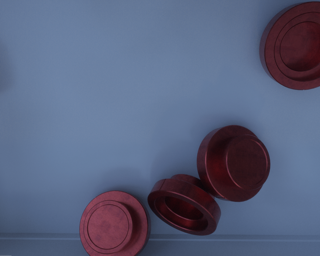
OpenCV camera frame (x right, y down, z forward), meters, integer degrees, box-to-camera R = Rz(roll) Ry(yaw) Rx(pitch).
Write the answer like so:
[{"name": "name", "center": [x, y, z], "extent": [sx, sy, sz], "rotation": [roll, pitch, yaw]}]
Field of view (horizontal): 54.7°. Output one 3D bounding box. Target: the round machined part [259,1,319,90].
[{"name": "round machined part", "center": [0.167, -0.097, 0.368], "extent": [0.099, 0.042, 0.097], "rotation": [0, 110, 0]}]

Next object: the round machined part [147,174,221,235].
[{"name": "round machined part", "center": [0.036, 0.100, 0.423], "extent": [0.098, 0.042, 0.097], "rotation": [19, 140, 17]}]

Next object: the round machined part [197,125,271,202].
[{"name": "round machined part", "center": [0.099, 0.044, 0.392], "extent": [0.099, 0.042, 0.098], "rotation": [4, 80, -25]}]

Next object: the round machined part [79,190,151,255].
[{"name": "round machined part", "center": [-0.065, 0.135, 0.424], "extent": [0.098, 0.042, 0.098], "rotation": [-3, 72, 9]}]
